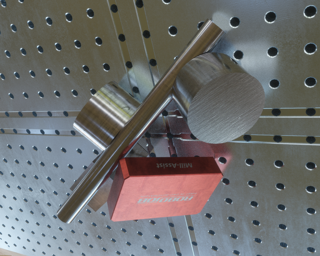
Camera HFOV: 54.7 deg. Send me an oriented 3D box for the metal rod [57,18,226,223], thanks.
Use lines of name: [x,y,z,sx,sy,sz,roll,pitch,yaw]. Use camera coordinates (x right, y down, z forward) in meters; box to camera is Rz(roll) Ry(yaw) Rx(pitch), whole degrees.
metal rod: [-0.033,0.005,0.361,0.025,0.025,0.299,40,108,1]

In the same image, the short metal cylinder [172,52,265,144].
short metal cylinder: [0.058,-0.031,0.319,0.081,0.050,0.079,-9,126,-12]

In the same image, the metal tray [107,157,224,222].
metal tray: [0.005,0.078,0.401,0.131,0.030,0.089,2,131,-23]

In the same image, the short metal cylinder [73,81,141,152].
short metal cylinder: [-0.064,-0.014,0.399,0.050,0.080,0.080,40,129,1]

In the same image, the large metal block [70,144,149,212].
large metal block: [-0.073,0.063,0.450,0.050,0.080,0.080,43,129,-2]
